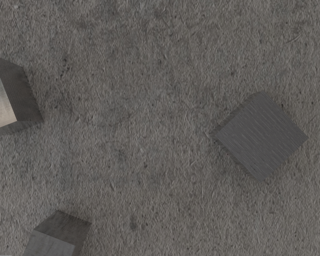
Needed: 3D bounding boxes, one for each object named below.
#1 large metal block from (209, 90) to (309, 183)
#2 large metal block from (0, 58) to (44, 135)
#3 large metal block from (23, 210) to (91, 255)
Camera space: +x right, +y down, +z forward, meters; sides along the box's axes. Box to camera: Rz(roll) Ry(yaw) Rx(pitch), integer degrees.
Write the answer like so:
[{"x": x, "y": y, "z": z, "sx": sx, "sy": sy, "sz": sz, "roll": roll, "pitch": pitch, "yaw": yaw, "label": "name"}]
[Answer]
[{"x": 0.123, "y": 0.010, "z": 0.398, "sx": 0.080, "sy": 0.050, "sz": 0.080, "roll": -43, "pitch": 90, "yaw": 0, "label": "large metal block"}, {"x": -0.195, "y": -0.036, "z": 0.381, "sx": 0.050, "sy": 0.080, "sz": 0.080, "roll": -21, "pitch": 90, "yaw": 0, "label": "large metal block"}, {"x": -0.131, "y": 0.158, "z": 0.381, "sx": 0.050, "sy": 0.080, "sz": 0.080, "roll": 22, "pitch": 90, "yaw": 0, "label": "large metal block"}]
